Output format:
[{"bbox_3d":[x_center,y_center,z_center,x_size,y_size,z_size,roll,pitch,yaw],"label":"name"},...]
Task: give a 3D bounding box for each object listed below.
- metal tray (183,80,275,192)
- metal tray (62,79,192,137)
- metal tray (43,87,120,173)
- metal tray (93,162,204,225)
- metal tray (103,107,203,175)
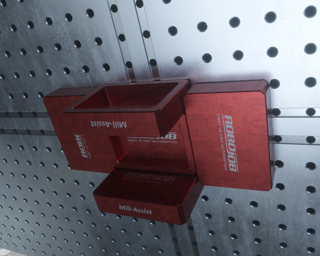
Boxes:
[{"bbox_3d":[0.084,0.012,0.368,0.090,0.030,0.129,0,119,26],"label":"metal tray"},{"bbox_3d":[-0.037,-0.025,0.372,0.130,0.090,0.030,1,119,27],"label":"metal tray"},{"bbox_3d":[-0.113,0.005,0.468,0.090,0.030,0.129,1,119,27],"label":"metal tray"},{"bbox_3d":[-0.013,0.081,0.422,0.130,0.090,0.030,1,119,27],"label":"metal tray"},{"bbox_3d":[-0.013,0.014,0.419,0.130,0.030,0.089,1,119,27],"label":"metal tray"}]
